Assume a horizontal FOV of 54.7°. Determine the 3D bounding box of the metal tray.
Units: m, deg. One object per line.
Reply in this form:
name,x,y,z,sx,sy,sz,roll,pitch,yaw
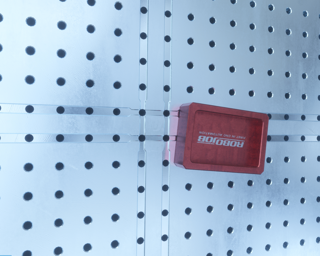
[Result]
metal tray,0.090,0.017,0.444,0.131,0.030,0.089,7,88,-20
